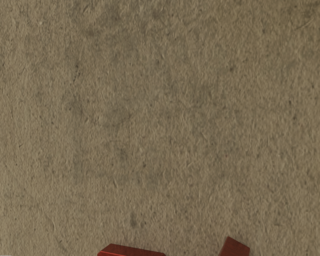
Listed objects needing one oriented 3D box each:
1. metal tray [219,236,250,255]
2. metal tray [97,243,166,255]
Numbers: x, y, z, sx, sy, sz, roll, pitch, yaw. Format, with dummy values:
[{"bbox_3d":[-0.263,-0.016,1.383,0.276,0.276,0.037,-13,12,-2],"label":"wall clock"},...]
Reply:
[{"bbox_3d":[0.059,0.200,0.353,0.030,0.090,0.129,25,98,18],"label":"metal tray"},{"bbox_3d":[-0.040,0.232,0.419,0.090,0.030,0.129,2,91,19],"label":"metal tray"}]
